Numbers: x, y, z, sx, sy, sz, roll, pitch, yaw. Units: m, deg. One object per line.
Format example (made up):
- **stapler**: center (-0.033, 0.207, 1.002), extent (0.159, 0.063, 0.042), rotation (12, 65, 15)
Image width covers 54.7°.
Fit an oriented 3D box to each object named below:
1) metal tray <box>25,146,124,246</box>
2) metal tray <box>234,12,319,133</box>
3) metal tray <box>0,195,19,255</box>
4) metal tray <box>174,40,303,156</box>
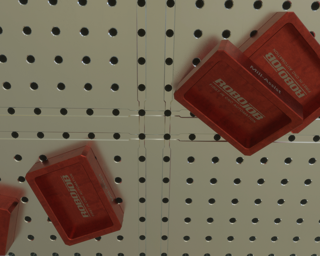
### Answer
- **metal tray**: center (-0.119, 0.100, 0.445), extent (0.090, 0.030, 0.129), rotation (-20, 109, 6)
- **metal tray**: center (0.161, -0.067, 0.388), extent (0.090, 0.030, 0.130), rotation (-43, 105, 14)
- **metal tray**: center (-0.285, 0.136, 0.457), extent (0.131, 0.030, 0.089), rotation (15, 109, -6)
- **metal tray**: center (0.094, -0.032, 0.377), extent (0.130, 0.030, 0.090), rotation (38, 131, -10)
